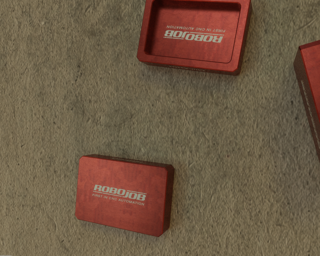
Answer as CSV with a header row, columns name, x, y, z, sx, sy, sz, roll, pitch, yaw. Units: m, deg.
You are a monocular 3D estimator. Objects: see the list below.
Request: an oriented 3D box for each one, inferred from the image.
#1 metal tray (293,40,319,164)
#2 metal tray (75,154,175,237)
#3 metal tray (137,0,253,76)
name,x,y,z,sx,sy,sz,roll,pitch,yaw
metal tray,0.170,-0.016,0.314,0.030,0.090,0.129,-15,85,20
metal tray,-0.050,0.088,0.424,0.130,0.030,0.089,5,92,19
metal tray,0.042,-0.120,0.391,0.130,0.030,0.089,11,94,19
